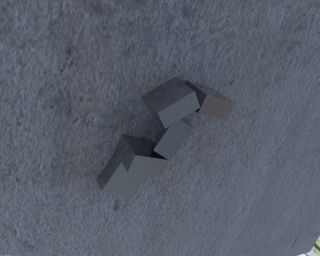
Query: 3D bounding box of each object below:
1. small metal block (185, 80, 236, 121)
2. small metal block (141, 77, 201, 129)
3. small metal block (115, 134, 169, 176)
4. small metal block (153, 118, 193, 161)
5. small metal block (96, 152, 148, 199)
[{"bbox_3d":[0.061,-0.036,0.403,0.050,0.050,0.025,12,112,-34],"label":"small metal block"},{"bbox_3d":[0.013,-0.032,0.379,0.050,0.050,0.025,-31,127,-8],"label":"small metal block"},{"bbox_3d":[-0.024,0.035,0.401,0.050,0.050,0.025,12,112,-34],"label":"small metal block"},{"bbox_3d":[0.016,0.008,0.403,0.025,0.050,0.050,33,101,-7],"label":"small metal block"},{"bbox_3d":[-0.049,0.065,0.421,0.050,0.025,0.050,26,104,-38],"label":"small metal block"}]
